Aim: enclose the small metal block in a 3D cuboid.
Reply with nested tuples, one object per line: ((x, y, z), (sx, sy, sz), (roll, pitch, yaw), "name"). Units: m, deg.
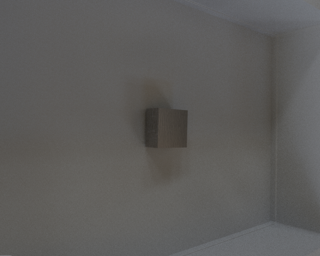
((0.009, 0.000, 0.408), (0.050, 0.025, 0.050), (2, 89, -40), "small metal block")
